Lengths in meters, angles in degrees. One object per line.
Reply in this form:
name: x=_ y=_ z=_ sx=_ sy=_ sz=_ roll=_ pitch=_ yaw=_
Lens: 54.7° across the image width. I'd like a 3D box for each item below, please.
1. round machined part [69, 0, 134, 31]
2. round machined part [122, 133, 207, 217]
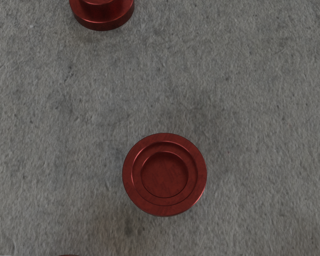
round machined part: x=-0.090 y=-0.201 z=0.471 sx=0.099 sy=0.042 sz=0.098 roll=0 pitch=70 yaw=-1
round machined part: x=0.005 y=0.058 z=0.378 sx=0.099 sy=0.042 sz=0.098 roll=0 pitch=70 yaw=-1
